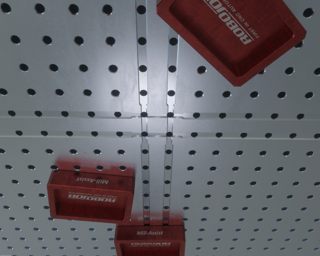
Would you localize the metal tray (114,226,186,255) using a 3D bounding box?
[{"bbox_3d":[-0.018,0.228,0.601,0.131,0.030,0.089,-1,130,0],"label":"metal tray"}]

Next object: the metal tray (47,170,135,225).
[{"bbox_3d":[-0.110,0.115,0.504,0.131,0.030,0.089,7,130,-6],"label":"metal tray"}]

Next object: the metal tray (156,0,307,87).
[{"bbox_3d":[0.071,-0.112,0.313,0.130,0.030,0.090,36,121,-27],"label":"metal tray"}]
